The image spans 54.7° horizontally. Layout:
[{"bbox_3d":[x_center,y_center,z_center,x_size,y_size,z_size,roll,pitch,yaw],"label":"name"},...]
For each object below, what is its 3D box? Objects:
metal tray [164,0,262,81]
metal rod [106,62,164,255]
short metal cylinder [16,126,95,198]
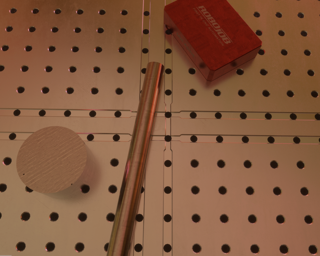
[{"bbox_3d":[0.076,-0.144,0.463,0.090,0.030,0.130,-30,73,-11],"label":"metal tray"},{"bbox_3d":[-0.031,0.050,0.392,0.025,0.025,0.299,9,70,3],"label":"metal rod"},{"bbox_3d":[-0.125,0.043,0.381,0.081,0.050,0.080,0,70,-1],"label":"short metal cylinder"}]
